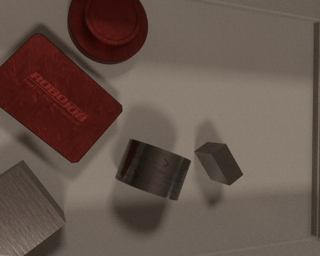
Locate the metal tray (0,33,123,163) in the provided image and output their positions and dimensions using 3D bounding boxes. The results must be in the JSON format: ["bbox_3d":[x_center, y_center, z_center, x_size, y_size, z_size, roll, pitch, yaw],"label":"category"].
[{"bbox_3d":[-0.121,-0.033,0.363,0.130,0.030,0.090,43,76,-16],"label":"metal tray"}]

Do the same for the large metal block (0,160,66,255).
[{"bbox_3d":[-0.162,0.093,0.338,0.080,0.050,0.080,-36,102,-17],"label":"large metal block"}]

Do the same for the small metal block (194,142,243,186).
[{"bbox_3d":[0.080,0.048,0.428,0.025,0.050,0.050,-35,102,-17],"label":"small metal block"}]

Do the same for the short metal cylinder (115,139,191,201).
[{"bbox_3d":[-0.008,0.051,0.379,0.080,0.080,0.050,22,83,-19],"label":"short metal cylinder"}]

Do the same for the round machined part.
[{"bbox_3d":[-0.061,-0.130,0.379,0.099,0.042,0.097,0,90,-21],"label":"round machined part"}]
